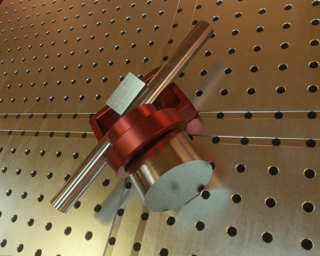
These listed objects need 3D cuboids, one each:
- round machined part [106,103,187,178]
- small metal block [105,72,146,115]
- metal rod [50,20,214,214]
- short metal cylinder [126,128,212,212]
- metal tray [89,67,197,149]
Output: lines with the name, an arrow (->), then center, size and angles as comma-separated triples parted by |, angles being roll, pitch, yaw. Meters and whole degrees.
round machined part -> -0.020, 0.010, 0.351 | 0.098, 0.098, 0.042 | -39, 73, 1
small metal block -> -0.042, -0.044, 0.412 | 0.025, 0.050, 0.050 | 38, 93, 1
metal rod -> -0.030, -0.021, 0.396 | 0.025, 0.025, 0.300 | 32, 79, 37
short metal cylinder -> 0.009, 0.046, 0.337 | 0.080, 0.080, 0.050 | -37, 51, 3
metal tray -> -0.027, -0.015, 0.426 | 0.130, 0.030, 0.090 | -37, 51, 3
